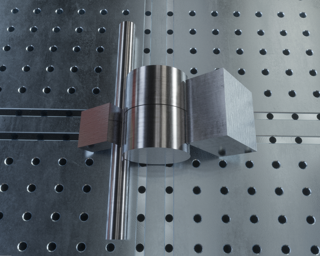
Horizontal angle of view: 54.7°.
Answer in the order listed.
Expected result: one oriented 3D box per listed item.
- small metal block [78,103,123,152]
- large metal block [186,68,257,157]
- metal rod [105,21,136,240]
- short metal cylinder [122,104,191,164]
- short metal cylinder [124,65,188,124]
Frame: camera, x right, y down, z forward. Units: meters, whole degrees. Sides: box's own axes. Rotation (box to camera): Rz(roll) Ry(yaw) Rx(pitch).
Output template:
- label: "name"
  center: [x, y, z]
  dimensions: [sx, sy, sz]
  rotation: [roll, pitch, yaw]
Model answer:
- label: "small metal block"
  center: [-0.076, 0.000, 0.395]
  dimensions: [0.050, 0.025, 0.050]
  rotation: [-13, 65, 32]
- label: "large metal block"
  center: [0.075, -0.015, 0.377]
  dimensions: [0.050, 0.080, 0.080]
  rotation: [-14, 66, 36]
- label: "metal rod"
  center: [-0.049, -0.011, 0.411]
  dimensions: [0.025, 0.025, 0.299]
  rotation: [1, 70, 0]
- label: "short metal cylinder"
  center: [-0.004, 0.010, 0.374]
  dimensions: [0.081, 0.080, 0.050]
  rotation: [0, 70, 0]
- label: "short metal cylinder"
  center: [-0.004, -0.037, 0.392]
  dimensions: [0.081, 0.080, 0.050]
  rotation: [0, 70, 0]
